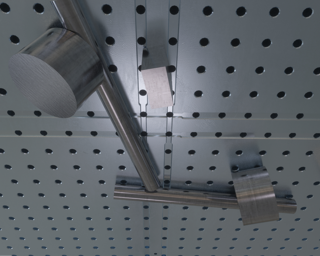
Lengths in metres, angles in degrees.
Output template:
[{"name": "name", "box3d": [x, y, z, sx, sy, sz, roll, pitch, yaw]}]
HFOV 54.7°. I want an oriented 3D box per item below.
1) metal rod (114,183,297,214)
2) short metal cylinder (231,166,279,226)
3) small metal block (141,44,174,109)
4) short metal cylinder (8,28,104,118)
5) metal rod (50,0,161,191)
[{"name": "metal rod", "box3d": [0.077, 0.117, 0.511, 0.302, 0.025, 0.025, 6, 130, -6]}, {"name": "short metal cylinder", "box3d": [0.140, 0.101, 0.463, 0.050, 0.080, 0.080, -13, 129, 11]}, {"name": "small metal block", "box3d": [-0.002, -0.057, 0.346, 0.025, 0.050, 0.050, -8, 130, 7]}, {"name": "short metal cylinder", "box3d": [-0.107, -0.057, 0.326, 0.080, 0.050, 0.080, 19, 141, 16]}, {"name": "metal rod", "box3d": [-0.053, -0.020, 0.394, 0.025, 0.025, 0.299, -13, 129, 10]}]
